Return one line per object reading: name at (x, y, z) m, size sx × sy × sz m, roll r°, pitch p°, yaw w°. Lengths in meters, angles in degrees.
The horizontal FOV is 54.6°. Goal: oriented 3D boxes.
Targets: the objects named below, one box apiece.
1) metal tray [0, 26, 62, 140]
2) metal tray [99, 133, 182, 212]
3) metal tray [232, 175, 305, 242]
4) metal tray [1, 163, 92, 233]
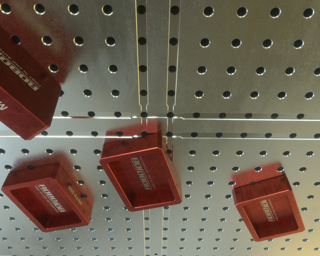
metal tray at (-0.164, -0.059, 0.315) m, size 0.030 × 0.090 × 0.130 m, roll -32°, pitch 124°, yaw 15°
metal tray at (-0.024, 0.072, 0.468) m, size 0.090 × 0.030 × 0.130 m, roll -12°, pitch 129°, yaw 10°
metal tray at (0.187, 0.142, 0.529) m, size 0.090 × 0.030 × 0.130 m, roll -20°, pitch 128°, yaw 16°
metal tray at (-0.179, 0.118, 0.506) m, size 0.090 × 0.030 × 0.130 m, roll -13°, pitch 129°, yaw 10°
